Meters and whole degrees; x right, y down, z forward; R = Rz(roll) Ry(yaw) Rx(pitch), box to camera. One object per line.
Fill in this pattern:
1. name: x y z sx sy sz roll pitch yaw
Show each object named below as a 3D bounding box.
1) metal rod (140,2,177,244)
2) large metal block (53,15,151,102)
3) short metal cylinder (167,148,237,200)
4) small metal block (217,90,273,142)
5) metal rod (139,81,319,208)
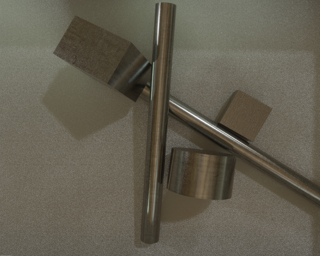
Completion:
1. metal rod: -0.003 0.001 0.390 0.025 0.025 0.298 4 98 -1
2. large metal block: -0.063 -0.080 0.372 0.080 0.080 0.050 30 90 19
3. short metal cylinder: 0.051 0.054 0.385 0.081 0.080 0.050 7 90 -1
4. small metal block: 0.111 -0.016 0.413 0.050 0.025 0.050 30 90 -1
5. metal rod: 0.101 0.024 0.412 0.301 0.025 0.025 32 90 -1
